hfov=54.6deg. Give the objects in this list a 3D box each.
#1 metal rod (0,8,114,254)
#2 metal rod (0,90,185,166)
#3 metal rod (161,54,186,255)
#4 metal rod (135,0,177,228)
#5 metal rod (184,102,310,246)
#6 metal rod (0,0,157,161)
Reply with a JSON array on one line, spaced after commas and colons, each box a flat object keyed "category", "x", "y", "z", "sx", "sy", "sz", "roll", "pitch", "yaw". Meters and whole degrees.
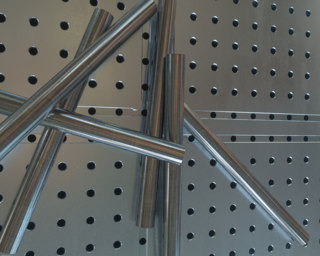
[{"category": "metal rod", "x": -0.121, "y": -0.003, "z": 0.367, "sx": 0.025, "sy": 0.025, "sz": 0.299, "roll": 23, "pitch": 82, "yaw": -19}, {"category": "metal rod", "x": -0.117, "y": -0.011, "z": 0.342, "sx": 0.302, "sy": 0.025, "sz": 0.025, "roll": 17, "pitch": 84, "yaw": -9}, {"category": "metal rod", "x": 0.017, "y": 0.056, "z": 0.404, "sx": 0.025, "sy": 0.025, "sz": 0.298, "roll": -1, "pitch": 95, "yaw": -20}, {"category": "metal rod", "x": -0.005, "y": -0.021, "z": 0.410, "sx": 0.025, "sy": 0.025, "sz": 0.299, "roll": 7, "pitch": 88, "yaw": -20}, {"category": "metal rod", "x": 0.125, "y": 0.074, "z": 0.458, "sx": 0.300, "sy": 0.025, "sz": 0.025, "roll": 45, "pitch": 76, "yaw": -15}, {"category": "metal rod", "x": -0.096, "y": -0.056, "z": 0.338, "sx": 0.025, "sy": 0.025, "sz": 0.301, "roll": 46, "pitch": 61, "yaw": -14}]
